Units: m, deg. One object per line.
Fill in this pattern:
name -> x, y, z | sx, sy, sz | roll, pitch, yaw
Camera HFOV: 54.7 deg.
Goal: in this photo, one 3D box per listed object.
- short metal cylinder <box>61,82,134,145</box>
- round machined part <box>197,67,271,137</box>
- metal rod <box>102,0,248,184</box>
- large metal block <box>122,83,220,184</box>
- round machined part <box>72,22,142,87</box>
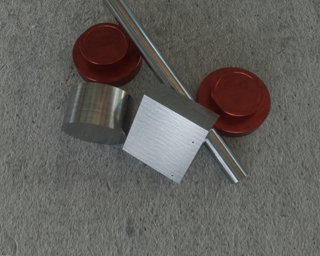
short metal cylinder -> -0.075, -0.015, 0.384 | 0.080, 0.080, 0.050 | 7, 70, 2
round machined part -> 0.100, -0.040, 0.414 | 0.099, 0.042, 0.098 | 0, 70, 0
metal rod -> 0.015, -0.059, 0.404 | 0.025, 0.025, 0.299 | -33, 83, -11
large metal block -> 0.013, 0.006, 0.370 | 0.080, 0.079, 0.050 | 31, 31, 10
round machined part -> -0.075, -0.109, 0.438 | 0.099, 0.042, 0.098 | 0, 70, 0
